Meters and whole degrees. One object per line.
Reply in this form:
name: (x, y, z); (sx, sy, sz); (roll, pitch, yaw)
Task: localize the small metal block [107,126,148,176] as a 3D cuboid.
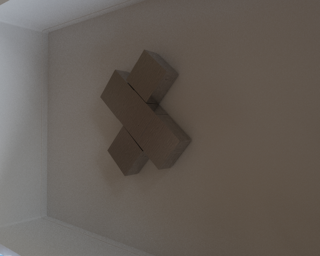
small metal block: (-0.042, 0.032, 0.439); (0.050, 0.025, 0.050); (50, 120, 28)

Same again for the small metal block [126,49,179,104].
small metal block: (-0.011, -0.068, 0.413); (0.050, 0.025, 0.050); (49, 118, 28)

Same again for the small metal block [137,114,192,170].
small metal block: (0.004, 0.018, 0.400); (0.050, 0.025, 0.050); (49, 119, 29)

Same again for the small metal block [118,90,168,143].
small metal block: (-0.025, -0.016, 0.424); (0.050, 0.025, 0.050); (49, 119, 29)

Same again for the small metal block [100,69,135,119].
small metal block: (-0.054, -0.048, 0.449); (0.050, 0.025, 0.050); (49, 119, 29)
